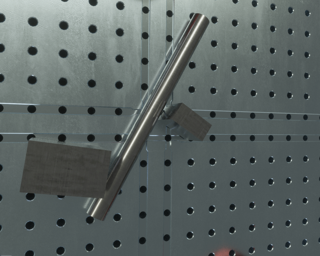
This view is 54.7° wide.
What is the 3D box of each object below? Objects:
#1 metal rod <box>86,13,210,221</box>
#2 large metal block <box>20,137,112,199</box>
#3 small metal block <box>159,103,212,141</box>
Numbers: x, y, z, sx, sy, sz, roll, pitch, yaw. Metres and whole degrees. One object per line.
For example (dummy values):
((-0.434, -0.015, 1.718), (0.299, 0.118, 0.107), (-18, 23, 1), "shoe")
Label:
((-0.011, -0.022, 0.408), (0.025, 0.025, 0.299), (31, 80, -18), "metal rod")
((-0.105, 0.042, 0.345), (0.081, 0.080, 0.050), (9, 87, -20), "large metal block")
((0.032, -0.007, 0.411), (0.050, 0.050, 0.025), (35, 79, -17), "small metal block")
